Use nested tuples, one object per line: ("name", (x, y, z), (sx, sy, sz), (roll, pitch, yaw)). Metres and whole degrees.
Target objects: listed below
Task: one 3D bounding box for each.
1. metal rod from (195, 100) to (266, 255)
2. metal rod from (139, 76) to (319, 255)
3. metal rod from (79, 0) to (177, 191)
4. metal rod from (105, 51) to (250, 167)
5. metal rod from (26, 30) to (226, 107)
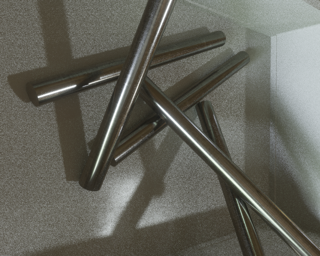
("metal rod", (0.097, 0.095, 0.395), (0.025, 0.025, 0.299), (11, 53, -40))
("metal rod", (0.078, 0.048, 0.380), (0.300, 0.025, 0.025), (45, 58, 2))
("metal rod", (-0.020, -0.069, 0.307), (0.025, 0.025, 0.298), (11, 109, -40))
("metal rod", (0.041, -0.042, 0.440), (0.302, 0.025, 0.025), (-37, 113, -34))
("metal rod", (-0.016, -0.086, 0.392), (0.302, 0.025, 0.025), (-26, 107, -37))
